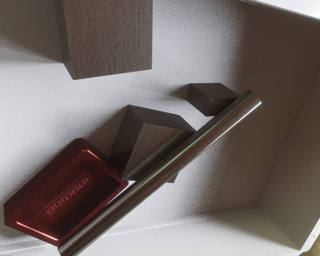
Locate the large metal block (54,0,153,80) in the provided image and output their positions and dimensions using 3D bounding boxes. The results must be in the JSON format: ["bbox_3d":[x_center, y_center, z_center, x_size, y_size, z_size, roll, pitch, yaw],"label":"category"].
[{"bbox_3d":[-0.054,-0.098,0.303,0.081,0.050,0.079,-12,124,-22],"label":"large metal block"}]

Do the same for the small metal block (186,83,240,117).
[{"bbox_3d":[0.071,-0.039,0.409,0.050,0.050,0.025,-5,121,-26],"label":"small metal block"}]

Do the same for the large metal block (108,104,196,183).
[{"bbox_3d":[-0.010,0.022,0.402,0.081,0.050,0.079,10,113,-33],"label":"large metal block"}]

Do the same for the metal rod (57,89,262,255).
[{"bbox_3d":[0.001,0.056,0.380,0.300,0.025,0.025,-39,130,-2],"label":"metal rod"}]

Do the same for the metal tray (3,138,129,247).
[{"bbox_3d":[-0.116,0.084,0.394,0.130,0.030,0.090,-42,130,1],"label":"metal tray"}]
